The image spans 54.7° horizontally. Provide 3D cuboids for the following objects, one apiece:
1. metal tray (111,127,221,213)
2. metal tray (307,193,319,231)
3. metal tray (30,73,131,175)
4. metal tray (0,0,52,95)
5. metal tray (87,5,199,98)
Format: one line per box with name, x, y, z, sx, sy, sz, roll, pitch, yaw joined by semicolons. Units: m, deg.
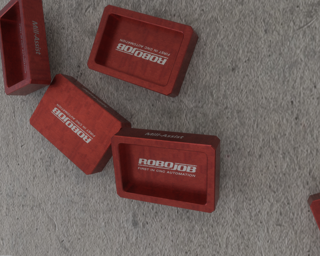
metal tray;0.007;0.051;0.388;0.130;0.030;0.089;5;112;19
metal tray;0.227;0.125;0.326;0.090;0.030;0.129;-22;83;18
metal tray;-0.117;-0.007;0.448;0.130;0.030;0.090;38;102;16
metal tray;-0.204;-0.120;0.460;0.090;0.030;0.129;-10;86;42
metal tray;-0.025;-0.103;0.414;0.130;0.030;0.089;21;97;18
